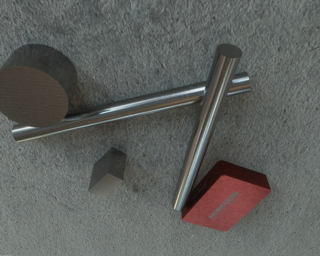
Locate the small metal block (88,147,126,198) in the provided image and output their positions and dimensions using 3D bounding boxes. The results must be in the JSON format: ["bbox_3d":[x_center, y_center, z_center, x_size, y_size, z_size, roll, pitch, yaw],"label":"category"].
[{"bbox_3d":[-0.075,0.064,0.444,0.025,0.050,0.050,32,123,-25],"label":"small metal block"}]

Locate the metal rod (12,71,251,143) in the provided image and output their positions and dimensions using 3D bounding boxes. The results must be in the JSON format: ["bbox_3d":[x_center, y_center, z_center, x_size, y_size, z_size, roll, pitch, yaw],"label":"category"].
[{"bbox_3d":[-0.042,-0.023,0.386,0.301,0.025,0.025,-12,129,9],"label":"metal rod"}]

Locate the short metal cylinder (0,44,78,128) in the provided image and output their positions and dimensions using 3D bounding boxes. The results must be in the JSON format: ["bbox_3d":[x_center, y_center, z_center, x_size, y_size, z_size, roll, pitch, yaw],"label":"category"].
[{"bbox_3d":[-0.139,-0.047,0.349,0.081,0.050,0.079,0,130,0],"label":"short metal cylinder"}]

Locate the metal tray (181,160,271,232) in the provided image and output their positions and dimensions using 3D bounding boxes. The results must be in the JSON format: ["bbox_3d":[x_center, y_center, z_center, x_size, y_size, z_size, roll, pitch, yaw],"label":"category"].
[{"bbox_3d":[0.103,0.115,0.503,0.091,0.030,0.129,19,127,-16],"label":"metal tray"}]

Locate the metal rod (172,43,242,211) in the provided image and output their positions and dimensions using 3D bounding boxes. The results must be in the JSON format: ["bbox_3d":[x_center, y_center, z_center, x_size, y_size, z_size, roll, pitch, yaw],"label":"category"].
[{"bbox_3d":[0.049,0.026,0.407,0.025,0.025,0.298,5,137,-5],"label":"metal rod"}]
